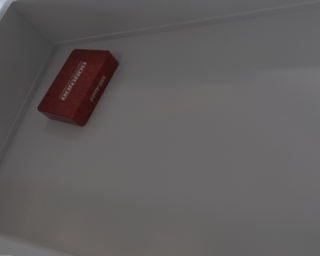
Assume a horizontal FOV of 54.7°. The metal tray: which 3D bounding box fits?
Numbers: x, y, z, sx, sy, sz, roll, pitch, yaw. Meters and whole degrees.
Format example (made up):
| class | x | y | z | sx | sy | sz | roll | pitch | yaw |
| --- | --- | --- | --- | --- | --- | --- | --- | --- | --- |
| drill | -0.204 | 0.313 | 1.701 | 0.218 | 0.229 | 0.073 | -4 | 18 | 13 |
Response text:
| class | x | y | z | sx | sy | sz | roll | pitch | yaw |
| --- | --- | --- | --- | --- | --- | --- | --- | --- | --- |
| metal tray | -0.136 | -0.071 | 0.518 | 0.090 | 0.030 | 0.130 | 12 | 68 | 33 |
